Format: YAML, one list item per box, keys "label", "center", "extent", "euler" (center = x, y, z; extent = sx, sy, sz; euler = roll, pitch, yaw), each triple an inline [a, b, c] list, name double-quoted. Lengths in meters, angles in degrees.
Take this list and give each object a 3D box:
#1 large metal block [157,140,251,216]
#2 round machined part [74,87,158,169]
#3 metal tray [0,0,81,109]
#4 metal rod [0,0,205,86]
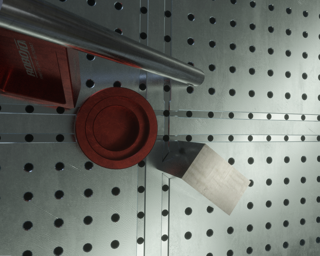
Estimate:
- label: "large metal block"
  center: [0.055, 0.062, 0.405]
  extent: [0.080, 0.080, 0.050]
  euler: [39, 77, -16]
- label: "round machined part"
  center: [-0.056, 0.000, 0.384]
  extent: [0.099, 0.042, 0.097]
  euler: [0, 90, -21]
- label: "metal tray"
  center: [-0.127, -0.066, 0.299]
  extent: [0.091, 0.129, 0.030]
  euler: [12, 68, -8]
- label: "metal rod"
  center: [-0.022, -0.071, 0.305]
  extent: [0.302, 0.025, 0.025]
  euler: [0, 91, -61]
